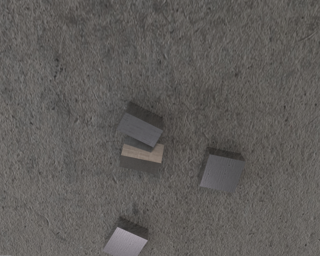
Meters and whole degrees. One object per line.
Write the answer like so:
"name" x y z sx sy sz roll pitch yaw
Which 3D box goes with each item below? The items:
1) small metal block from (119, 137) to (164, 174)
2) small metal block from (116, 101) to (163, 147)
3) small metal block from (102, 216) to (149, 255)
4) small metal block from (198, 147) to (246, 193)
"small metal block" -0.025 0.037 0.408 0.050 0.050 0.025 12 65 -5
"small metal block" -0.024 -0.006 0.394 0.050 0.050 0.025 27 108 -10
"small metal block" -0.052 0.171 0.472 0.050 0.025 0.050 28 108 -10
"small metal block" 0.085 0.058 0.432 0.050 0.025 0.050 12 110 -5
